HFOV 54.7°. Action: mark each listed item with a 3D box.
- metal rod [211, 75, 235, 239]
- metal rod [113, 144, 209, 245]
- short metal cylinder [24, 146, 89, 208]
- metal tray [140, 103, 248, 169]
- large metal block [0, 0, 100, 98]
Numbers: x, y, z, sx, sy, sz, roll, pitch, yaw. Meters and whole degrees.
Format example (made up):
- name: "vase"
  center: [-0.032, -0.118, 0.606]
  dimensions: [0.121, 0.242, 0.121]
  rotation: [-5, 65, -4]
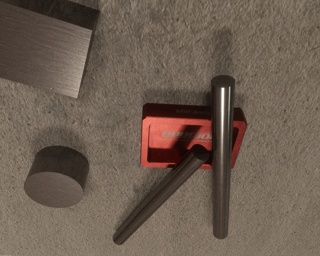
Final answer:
- name: "metal rod"
  center: [0.084, 0.063, 0.422]
  dimensions: [0.025, 0.025, 0.298]
  rotation: [-5, 131, 4]
- name: "metal rod"
  center: [-0.014, 0.119, 0.483]
  dimensions: [0.025, 0.025, 0.298]
  rotation: [20, 135, -17]
- name: "short metal cylinder"
  center: [-0.148, 0.072, 0.450]
  dimensions: [0.081, 0.050, 0.079]
  rotation: [0, 130, 0]
- name: "metal tray"
  center: [0.041, 0.014, 0.416]
  dimensions: [0.131, 0.030, 0.089]
  rotation: [3, 130, -3]
- name: "large metal block"
  center: [-0.113, -0.086, 0.316]
  dimensions: [0.081, 0.050, 0.079]
  rotation: [15, 129, -13]
